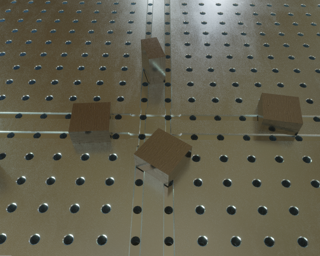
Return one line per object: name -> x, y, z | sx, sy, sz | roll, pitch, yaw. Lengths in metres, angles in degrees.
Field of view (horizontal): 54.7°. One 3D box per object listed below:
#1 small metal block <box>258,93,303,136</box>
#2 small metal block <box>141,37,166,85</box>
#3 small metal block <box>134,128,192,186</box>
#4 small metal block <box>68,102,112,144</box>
small metal block -> 0.164, -0.020, 0.426 | 0.050, 0.025, 0.050 | 8, 50, 6
small metal block -> -0.011, -0.103, 0.478 | 0.025, 0.050, 0.050 | -12, 51, -10
small metal block -> 0.004, 0.034, 0.379 | 0.050, 0.025, 0.050 | 29, 56, 22
small metal block -> -0.091, -0.007, 0.413 | 0.050, 0.025, 0.050 | -2, 50, -3
